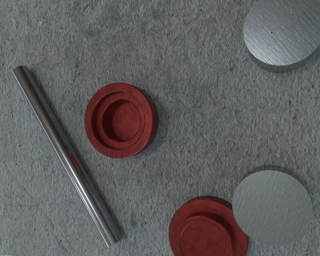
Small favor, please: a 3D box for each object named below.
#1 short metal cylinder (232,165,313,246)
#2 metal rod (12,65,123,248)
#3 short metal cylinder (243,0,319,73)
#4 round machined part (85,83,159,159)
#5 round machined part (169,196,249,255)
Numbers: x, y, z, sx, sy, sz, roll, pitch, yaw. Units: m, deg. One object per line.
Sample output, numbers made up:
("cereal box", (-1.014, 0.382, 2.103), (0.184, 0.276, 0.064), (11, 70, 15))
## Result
("short metal cylinder", (0.126, 0.084, 0.351), (0.080, 0.050, 0.079), (0, 90, 19))
("metal rod", (-0.140, 0.035, 0.456), (0.025, 0.025, 0.299), (-35, 79, 16))
("short metal cylinder", (0.137, -0.105, 0.347), (0.080, 0.050, 0.079), (0, 90, 19))
("round machined part", (-0.047, -0.010, 0.416), (0.098, 0.042, 0.097), (0, 90, 19))
("round machined part", (0.057, 0.136, 0.379), (0.098, 0.042, 0.097), (0, 90, 19))
